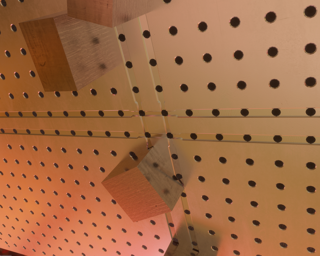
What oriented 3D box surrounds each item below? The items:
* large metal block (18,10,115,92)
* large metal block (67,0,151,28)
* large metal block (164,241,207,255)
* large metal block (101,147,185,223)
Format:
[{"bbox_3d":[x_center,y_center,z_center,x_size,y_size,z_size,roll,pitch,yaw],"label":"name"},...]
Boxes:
[{"bbox_3d":[-0.105,-0.096,0.370,0.050,0.080,0.079,2,119,27],"label":"large metal block"},{"bbox_3d":[-0.046,-0.153,0.304,0.050,0.080,0.079,20,126,16],"label":"large metal block"},{"bbox_3d":[0.044,0.252,0.527,0.080,0.050,0.079,15,125,19],"label":"large metal block"},{"bbox_3d":[-0.025,0.086,0.460,0.080,0.050,0.080,-28,103,37],"label":"large metal block"}]
